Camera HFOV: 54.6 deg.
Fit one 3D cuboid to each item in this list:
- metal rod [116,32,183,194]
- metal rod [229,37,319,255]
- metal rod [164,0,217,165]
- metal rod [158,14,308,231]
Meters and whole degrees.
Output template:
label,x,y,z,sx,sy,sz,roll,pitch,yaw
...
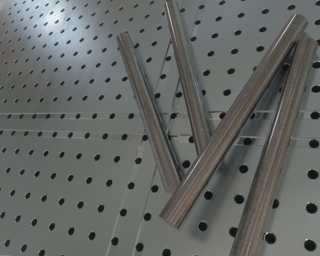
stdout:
label,x,y,z,sx,sy,sz,roll,pitch,yaw
metal rod,-0.023,-0.043,0.447,0.025,0.025,0.300,-28,52,11
metal rod,0.121,0.028,0.328,0.025,0.025,0.300,11,67,33
metal rod,0.038,-0.084,0.440,0.025,0.025,0.300,-20,54,16
metal rod,0.093,-0.021,0.353,0.025,0.025,0.300,23,68,36
